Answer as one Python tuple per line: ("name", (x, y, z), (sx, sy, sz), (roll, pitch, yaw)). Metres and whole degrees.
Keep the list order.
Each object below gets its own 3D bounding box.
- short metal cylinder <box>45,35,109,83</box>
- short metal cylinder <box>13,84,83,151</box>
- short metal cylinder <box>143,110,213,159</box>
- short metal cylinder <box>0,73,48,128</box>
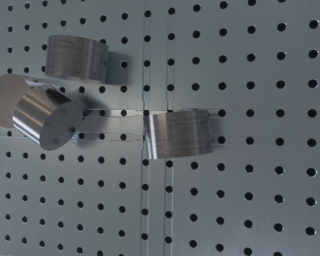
("short metal cylinder", (-0.113, -0.091, 0.423), (0.080, 0.080, 0.050), (7, 93, 20))
("short metal cylinder", (-0.156, -0.015, 0.438), (0.050, 0.080, 0.080), (31, 100, 17))
("short metal cylinder", (0.022, 0.008, 0.376), (0.080, 0.080, 0.050), (-7, 88, 20))
("short metal cylinder", (-0.210, -0.040, 0.474), (0.080, 0.050, 0.079), (0, 90, 20))
